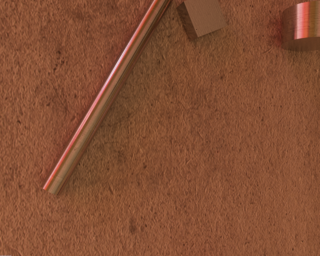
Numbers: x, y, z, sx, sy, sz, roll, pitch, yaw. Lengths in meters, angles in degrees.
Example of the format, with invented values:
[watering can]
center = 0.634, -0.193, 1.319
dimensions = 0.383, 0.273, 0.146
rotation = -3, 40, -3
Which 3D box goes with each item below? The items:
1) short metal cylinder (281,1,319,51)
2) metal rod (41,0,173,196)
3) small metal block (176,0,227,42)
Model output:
[short metal cylinder]
center = 0.225, -0.150, 0.465
dimensions = 0.081, 0.080, 0.050
rotation = 1, 90, -20
[metal rod]
center = -0.058, -0.057, 0.388
dimensions = 0.025, 0.025, 0.299
rotation = 32, 80, -18
[small metal block]
center = 0.058, -0.155, 0.432
dimensions = 0.050, 0.025, 0.050
rotation = -26, 99, -19
